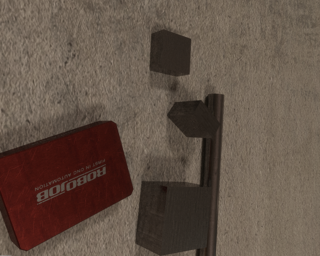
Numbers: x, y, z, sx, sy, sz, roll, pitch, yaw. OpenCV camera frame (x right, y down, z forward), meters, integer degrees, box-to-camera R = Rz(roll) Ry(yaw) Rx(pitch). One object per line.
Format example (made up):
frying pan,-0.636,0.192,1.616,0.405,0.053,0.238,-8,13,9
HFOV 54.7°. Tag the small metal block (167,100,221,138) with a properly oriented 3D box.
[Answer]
small metal block,0.047,-0.011,0.430,0.050,0.050,0.025,46,62,-31

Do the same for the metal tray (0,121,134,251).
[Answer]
metal tray,-0.096,0.052,0.322,0.131,0.030,0.089,-22,104,-38

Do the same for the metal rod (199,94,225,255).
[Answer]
metal rod,0.078,0.097,0.472,0.025,0.025,0.298,6,86,-40

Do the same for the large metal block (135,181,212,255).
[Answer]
large metal block,0.019,0.114,0.407,0.081,0.050,0.080,10,84,-40

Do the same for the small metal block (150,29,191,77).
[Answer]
small metal block,0.015,-0.100,0.419,0.050,0.025,0.050,4,87,-40
